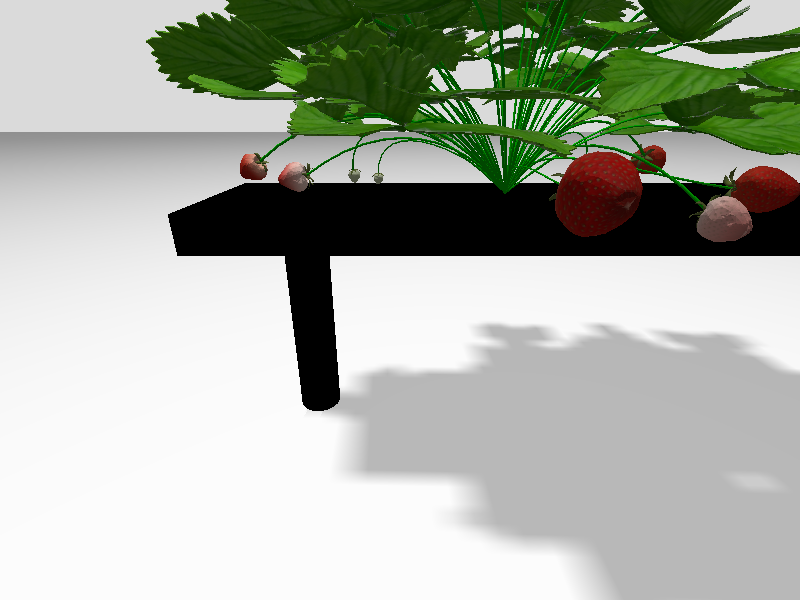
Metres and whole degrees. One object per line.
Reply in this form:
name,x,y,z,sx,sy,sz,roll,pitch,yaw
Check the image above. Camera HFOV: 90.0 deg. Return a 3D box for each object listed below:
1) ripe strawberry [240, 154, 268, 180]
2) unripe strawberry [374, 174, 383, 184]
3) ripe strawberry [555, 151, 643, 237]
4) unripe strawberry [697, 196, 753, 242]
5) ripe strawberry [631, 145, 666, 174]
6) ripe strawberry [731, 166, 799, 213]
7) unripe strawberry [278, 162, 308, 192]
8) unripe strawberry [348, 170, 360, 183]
ripe strawberry,-0.151,-0.134,0.409,0.028,0.027,0.026,-20,15,26
unripe strawberry,-0.021,-0.116,0.383,0.010,0.010,0.009,10,26,21
ripe strawberry,0.107,-0.054,0.212,0.042,0.045,0.045,-3,25,-6
unripe strawberry,0.160,-0.039,0.197,0.020,0.022,0.021,-11,44,-22
ripe strawberry,0.279,-0.155,0.447,0.035,0.030,0.035,7,16,-37
ripe strawberry,0.238,-0.072,0.261,0.034,0.029,0.034,14,28,26
unripe strawberry,-0.090,-0.104,0.340,0.025,0.024,0.027,-5,24,3
unripe strawberry,-0.044,-0.119,0.386,0.011,0.012,0.011,9,26,19
